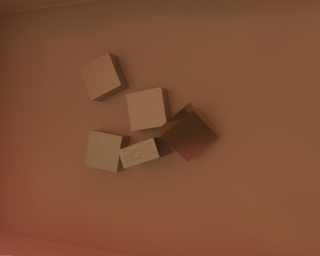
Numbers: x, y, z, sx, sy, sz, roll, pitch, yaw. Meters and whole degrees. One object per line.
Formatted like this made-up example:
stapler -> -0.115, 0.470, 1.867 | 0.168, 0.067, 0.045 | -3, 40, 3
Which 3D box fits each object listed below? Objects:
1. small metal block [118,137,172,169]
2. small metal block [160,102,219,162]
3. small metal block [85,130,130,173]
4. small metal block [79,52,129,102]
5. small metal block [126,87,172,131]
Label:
small metal block -> -0.018, 0.031, 0.403 | 0.050, 0.050, 0.025 | -20, 84, 18
small metal block -> 0.036, 0.005, 0.385 | 0.050, 0.025, 0.050 | -40, 111, 15
small metal block -> -0.074, 0.032, 0.435 | 0.050, 0.025, 0.050 | 10, 93, 19
small metal block -> -0.079, -0.071, 0.437 | 0.050, 0.025, 0.050 | -24, 82, 18
small metal block -> -0.014, -0.024, 0.415 | 0.050, 0.025, 0.050 | -10, 87, 19
